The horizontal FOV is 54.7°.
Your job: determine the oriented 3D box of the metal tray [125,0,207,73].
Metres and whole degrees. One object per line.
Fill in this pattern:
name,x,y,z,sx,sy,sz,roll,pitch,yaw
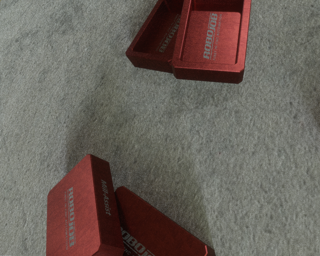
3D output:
metal tray,0.015,-0.150,0.483,0.090,0.030,0.130,17,70,34

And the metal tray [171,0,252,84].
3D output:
metal tray,0.071,-0.126,0.416,0.090,0.030,0.130,7,69,12

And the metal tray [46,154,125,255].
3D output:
metal tray,-0.091,0.104,0.354,0.090,0.030,0.130,-42,39,18

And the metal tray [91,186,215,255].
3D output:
metal tray,-0.019,0.132,0.329,0.130,0.030,0.090,26,76,36
